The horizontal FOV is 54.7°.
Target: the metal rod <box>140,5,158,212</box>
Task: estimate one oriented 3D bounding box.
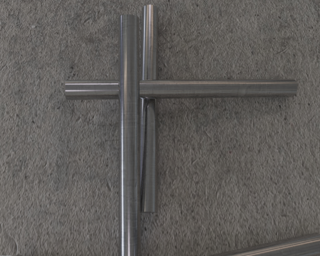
[{"bbox_3d":[-0.015,-0.039,0.422,0.025,0.025,0.299,0,70,0],"label":"metal rod"}]

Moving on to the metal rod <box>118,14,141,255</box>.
[{"bbox_3d":[-0.036,0.016,0.362,0.025,0.025,0.298,-1,85,0],"label":"metal rod"}]

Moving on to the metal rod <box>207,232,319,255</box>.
[{"bbox_3d":[0.038,0.155,0.335,0.302,0.025,0.025,-8,70,-9],"label":"metal rod"}]

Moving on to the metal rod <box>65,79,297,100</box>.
[{"bbox_3d":[0.034,-0.051,0.406,0.302,0.025,0.025,-2,70,-9],"label":"metal rod"}]
